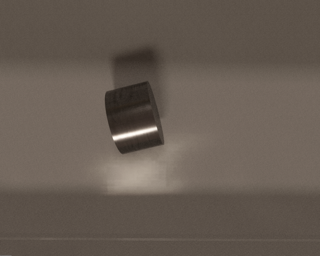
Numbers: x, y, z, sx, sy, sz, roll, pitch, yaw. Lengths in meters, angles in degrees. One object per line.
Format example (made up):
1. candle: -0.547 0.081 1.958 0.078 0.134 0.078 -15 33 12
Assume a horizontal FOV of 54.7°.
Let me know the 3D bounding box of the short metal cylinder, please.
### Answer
1. short metal cylinder: -0.029 -0.012 0.377 0.050 0.080 0.080 -14 110 5
